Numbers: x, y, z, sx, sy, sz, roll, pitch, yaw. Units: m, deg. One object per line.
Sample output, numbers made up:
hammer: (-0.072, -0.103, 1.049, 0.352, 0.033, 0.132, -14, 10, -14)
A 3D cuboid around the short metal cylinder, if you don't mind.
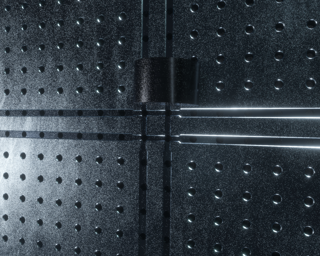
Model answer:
short metal cylinder: (0.008, -0.054, 0.380, 0.080, 0.080, 0.050, 3, 91, 19)
